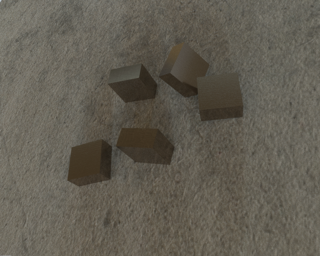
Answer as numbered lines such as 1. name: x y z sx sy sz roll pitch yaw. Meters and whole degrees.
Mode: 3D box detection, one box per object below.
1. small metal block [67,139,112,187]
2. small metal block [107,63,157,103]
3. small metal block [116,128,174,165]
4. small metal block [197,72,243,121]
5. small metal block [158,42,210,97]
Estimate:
1. small metal block: -0.095 0.048 0.423 0.050 0.025 0.050 -15 56 19
2. small metal block: -0.039 -0.063 0.445 0.050 0.050 0.025 -7 59 24
3. small metal block: -0.017 0.023 0.381 0.050 0.050 0.025 1 63 28
4. small metal block: 0.073 -0.038 0.382 0.050 0.025 0.050 -6 58 10
5. small metal block: 0.033 -0.077 0.413 0.025 0.050 0.050 -5 56 54
